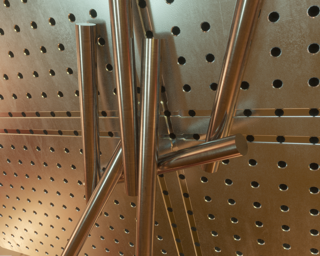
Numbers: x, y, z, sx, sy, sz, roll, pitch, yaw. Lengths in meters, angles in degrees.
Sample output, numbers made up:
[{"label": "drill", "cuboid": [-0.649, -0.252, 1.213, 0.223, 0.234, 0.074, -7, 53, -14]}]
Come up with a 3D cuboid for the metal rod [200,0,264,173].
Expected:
[{"label": "metal rod", "cuboid": [0.079, -0.072, 0.325, 0.025, 0.025, 0.298, 19, 126, 17]}]

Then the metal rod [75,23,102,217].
[{"label": "metal rod", "cuboid": [-0.100, 0.007, 0.445, 0.025, 0.025, 0.298, 14, 117, 21]}]

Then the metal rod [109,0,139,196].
[{"label": "metal rod", "cuboid": [-0.040, -0.051, 0.374, 0.025, 0.025, 0.298, 8, 114, 24]}]

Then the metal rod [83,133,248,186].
[{"label": "metal rod", "cuboid": [-0.016, 0.056, 0.435, 0.299, 0.025, 0.025, -20, 108, 42]}]

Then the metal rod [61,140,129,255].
[{"label": "metal rod", "cuboid": [-0.091, 0.105, 0.465, 0.025, 0.025, 0.298, 32, 110, 7]}]

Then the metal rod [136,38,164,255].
[{"label": "metal rod", "cuboid": [-0.015, 0.041, 0.395, 0.025, 0.025, 0.298, 10, 107, 23]}]
